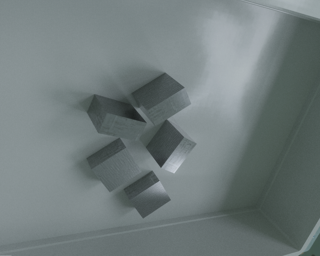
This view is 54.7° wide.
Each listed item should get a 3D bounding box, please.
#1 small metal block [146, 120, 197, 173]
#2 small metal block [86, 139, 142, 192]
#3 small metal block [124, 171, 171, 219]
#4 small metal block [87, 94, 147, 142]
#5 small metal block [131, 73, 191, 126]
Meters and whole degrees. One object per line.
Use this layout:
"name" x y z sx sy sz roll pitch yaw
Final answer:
"small metal block" 0.014 0.024 0.417 0.025 0.050 0.050 28 103 -38
"small metal block" -0.060 0.049 0.408 0.050 0.025 0.050 -33 129 -8
"small metal block" -0.018 0.100 0.462 0.050 0.025 0.050 -32 129 -8
"small metal block" -0.051 -0.012 0.359 0.050 0.050 0.025 14 111 -35
"small metal block" 0.001 -0.036 0.372 0.050 0.050 0.025 -32 129 -8
